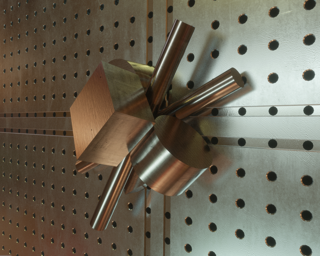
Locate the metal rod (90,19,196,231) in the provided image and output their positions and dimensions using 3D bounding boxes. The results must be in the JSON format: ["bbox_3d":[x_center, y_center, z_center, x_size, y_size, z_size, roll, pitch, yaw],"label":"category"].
[{"bbox_3d":[-0.030,0.010,0.397,0.025,0.025,0.298,37,112,33],"label":"metal rod"}]

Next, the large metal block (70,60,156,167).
[{"bbox_3d":[-0.058,-0.015,0.354,0.080,0.050,0.080,-48,45,30],"label":"large metal block"}]

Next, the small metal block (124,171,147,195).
[{"bbox_3d":[-0.032,0.059,0.431,0.050,0.025,0.050,-34,69,34],"label":"small metal block"}]

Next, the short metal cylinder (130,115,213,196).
[{"bbox_3d":[0.013,0.031,0.358,0.050,0.081,0.080,-51,60,29],"label":"short metal cylinder"}]

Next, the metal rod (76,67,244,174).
[{"bbox_3d":[-0.022,0.004,0.423,0.299,0.025,0.025,-29,72,36],"label":"metal rod"}]

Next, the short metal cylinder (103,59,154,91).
[{"bbox_3d":[-0.041,-0.050,0.422,0.080,0.050,0.079,0,90,40],"label":"short metal cylinder"}]
